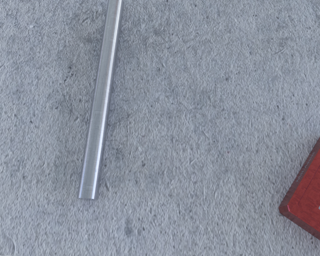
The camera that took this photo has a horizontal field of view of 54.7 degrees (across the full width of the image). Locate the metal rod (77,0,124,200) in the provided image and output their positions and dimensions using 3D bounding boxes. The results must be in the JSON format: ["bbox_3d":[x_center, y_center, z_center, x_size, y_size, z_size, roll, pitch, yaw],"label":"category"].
[{"bbox_3d":[-0.078,-0.054,0.426,0.025,0.025,0.299,4,70,1],"label":"metal rod"}]

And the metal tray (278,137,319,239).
[{"bbox_3d":[0.220,0.074,0.381,0.090,0.030,0.130,35,73,11],"label":"metal tray"}]
